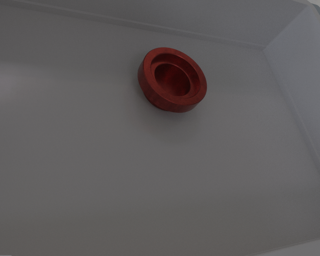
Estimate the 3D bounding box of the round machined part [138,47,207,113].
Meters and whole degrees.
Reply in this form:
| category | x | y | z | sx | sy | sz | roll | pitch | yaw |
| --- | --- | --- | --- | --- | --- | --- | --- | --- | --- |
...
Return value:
| category | x | y | z | sx | sy | sz | roll | pitch | yaw |
| --- | --- | --- | --- | --- | --- | --- | --- | --- | --- |
| round machined part | 0.014 | -0.063 | 0.440 | 0.099 | 0.042 | 0.098 | 13 | 56 | -21 |
